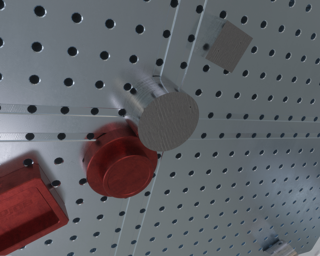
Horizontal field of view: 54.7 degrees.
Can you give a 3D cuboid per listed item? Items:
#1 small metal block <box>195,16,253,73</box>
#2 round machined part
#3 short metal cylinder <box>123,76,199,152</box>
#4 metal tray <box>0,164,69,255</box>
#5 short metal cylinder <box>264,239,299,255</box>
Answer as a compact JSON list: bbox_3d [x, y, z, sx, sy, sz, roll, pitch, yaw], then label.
[{"bbox_3d":[0.081,-0.104,0.391,0.050,0.025,0.050,19,109,-36],"label":"small metal block"},{"bbox_3d":[-0.047,0.053,0.408,0.099,0.042,0.097,-14,124,-21],"label":"round machined part"},{"bbox_3d":[0.001,-0.018,0.385,0.081,0.050,0.079,-14,124,-21],"label":"short metal cylinder"},{"bbox_3d":[-0.189,0.109,0.371,0.131,0.030,0.090,-25,128,-13],"label":"metal tray"},{"bbox_3d":[0.292,0.312,0.729,0.050,0.080,0.080,-31,129,-9],"label":"short metal cylinder"}]
